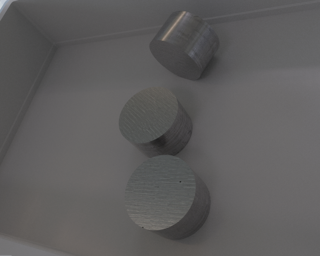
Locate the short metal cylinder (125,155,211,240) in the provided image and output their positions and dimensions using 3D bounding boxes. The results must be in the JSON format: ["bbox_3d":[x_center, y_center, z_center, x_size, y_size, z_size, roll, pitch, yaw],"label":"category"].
[{"bbox_3d":[0.009,0.076,0.338,0.080,0.050,0.080,-13,56,21],"label":"short metal cylinder"}]

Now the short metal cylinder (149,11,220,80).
[{"bbox_3d":[0.033,-0.110,0.421,0.080,0.080,0.050,24,75,36],"label":"short metal cylinder"}]

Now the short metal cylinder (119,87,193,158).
[{"bbox_3d":[-0.005,-0.006,0.396,0.080,0.050,0.080,-13,56,21],"label":"short metal cylinder"}]
